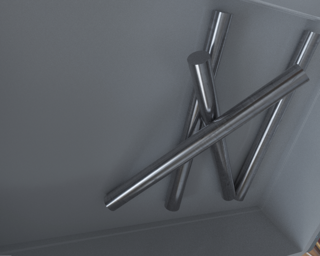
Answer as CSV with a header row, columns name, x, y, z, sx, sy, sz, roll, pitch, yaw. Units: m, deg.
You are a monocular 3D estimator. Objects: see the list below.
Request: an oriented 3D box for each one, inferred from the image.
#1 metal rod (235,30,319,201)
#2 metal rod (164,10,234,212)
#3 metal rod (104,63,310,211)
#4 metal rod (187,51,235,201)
name,x,y,z,sx,sy,sz,roll,pitch,yaw
metal rod,0.180,-0.006,0.502,0.025,0.025,0.298,3,117,-30
metal rod,0.047,-0.006,0.430,0.025,0.025,0.298,-3,120,-27
metal rod,0.045,0.021,0.393,0.300,0.025,0.025,-36,131,17
metal rod,0.081,0.021,0.441,0.025,0.025,0.299,-31,136,-8
